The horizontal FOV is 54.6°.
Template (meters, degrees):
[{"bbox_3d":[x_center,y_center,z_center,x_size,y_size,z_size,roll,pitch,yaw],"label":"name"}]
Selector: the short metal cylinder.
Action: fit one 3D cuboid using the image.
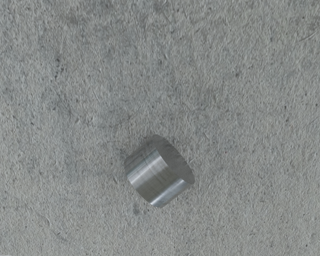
[{"bbox_3d":[0.000,0.055,0.400,0.050,0.080,0.080,-41,105,14],"label":"short metal cylinder"}]
